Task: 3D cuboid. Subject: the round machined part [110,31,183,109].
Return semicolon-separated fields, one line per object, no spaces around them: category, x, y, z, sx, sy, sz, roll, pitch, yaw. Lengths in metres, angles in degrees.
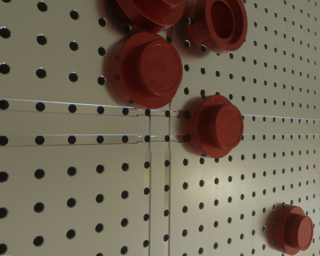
round machined part;-0.010;-0.073;0.389;0.099;0.042;0.097;0;91;-40

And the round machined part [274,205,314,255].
round machined part;0.275;0.208;0.627;0.099;0.042;0.097;0;90;-40

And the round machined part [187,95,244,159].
round machined part;0.090;-0.002;0.472;0.099;0.042;0.097;0;90;-40

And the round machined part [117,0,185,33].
round machined part;-0.005;-0.171;0.379;0.099;0.042;0.098;13;69;-37

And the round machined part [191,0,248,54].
round machined part;0.086;-0.161;0.468;0.099;0.042;0.097;0;90;-40
